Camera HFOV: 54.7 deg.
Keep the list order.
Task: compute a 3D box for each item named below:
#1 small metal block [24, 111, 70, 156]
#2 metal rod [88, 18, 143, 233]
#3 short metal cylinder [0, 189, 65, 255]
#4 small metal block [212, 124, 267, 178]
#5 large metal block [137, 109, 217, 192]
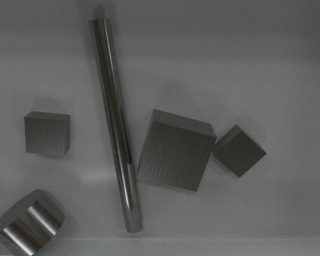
[{"bbox_3d":[-0.149,0.007,0.412,0.050,0.025,0.050,5,110,-3],"label":"small metal block"},{"bbox_3d":[-0.055,0.011,0.414,0.025,0.025,0.298,-6,110,2],"label":"metal rod"},{"bbox_3d":[-0.181,0.131,0.428,0.080,0.080,0.050,-32,107,11],"label":"short metal cylinder"},{"bbox_3d":[0.107,0.032,0.425,0.050,0.025,0.050,40,105,-14],"label":"small metal block"},{"bbox_3d":[0.020,0.029,0.409,0.081,0.050,0.079,15,109,-6],"label":"large metal block"}]
